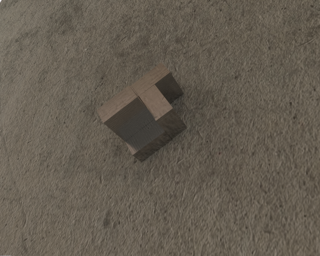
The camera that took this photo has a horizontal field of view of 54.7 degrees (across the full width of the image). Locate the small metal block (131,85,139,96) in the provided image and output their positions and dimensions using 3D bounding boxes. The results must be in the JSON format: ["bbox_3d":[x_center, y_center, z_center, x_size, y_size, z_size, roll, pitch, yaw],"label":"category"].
[{"bbox_3d":[-0.042,-0.022,0.423,0.050,0.050,0.025,-37,51,3],"label":"small metal block"}]

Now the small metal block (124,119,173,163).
[{"bbox_3d":[-0.020,0.009,0.409,0.050,0.025,0.050,-36,51,3],"label":"small metal block"}]

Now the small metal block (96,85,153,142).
[{"bbox_3d":[-0.042,-0.017,0.388,0.050,0.050,0.025,-37,51,3],"label":"small metal block"}]

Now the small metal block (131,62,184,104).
[{"bbox_3d":[-0.002,-0.052,0.421,0.050,0.050,0.025,-37,51,3],"label":"small metal block"}]

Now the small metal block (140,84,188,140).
[{"bbox_3d":[0.005,-0.020,0.398,0.025,0.050,0.050,-37,51,3],"label":"small metal block"}]
